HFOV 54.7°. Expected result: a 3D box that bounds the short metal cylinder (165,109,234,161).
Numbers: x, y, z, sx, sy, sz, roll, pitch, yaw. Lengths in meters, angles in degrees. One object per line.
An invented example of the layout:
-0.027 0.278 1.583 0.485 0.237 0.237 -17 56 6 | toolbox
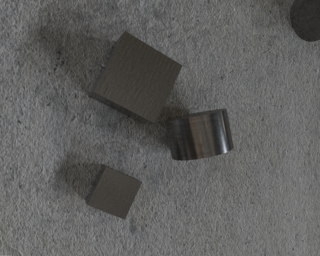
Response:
0.050 0.007 0.400 0.081 0.080 0.050 -13 95 -20 | short metal cylinder

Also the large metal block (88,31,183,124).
-0.031 -0.059 0.385 0.080 0.050 0.080 28 81 -18 | large metal block

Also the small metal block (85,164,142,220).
-0.058 0.080 0.388 0.050 0.025 0.050 28 81 -18 | small metal block

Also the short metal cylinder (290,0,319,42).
0.258 -0.183 0.493 0.081 0.050 0.079 0 90 -21 | short metal cylinder
